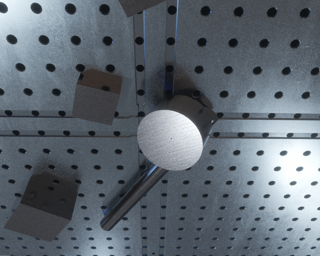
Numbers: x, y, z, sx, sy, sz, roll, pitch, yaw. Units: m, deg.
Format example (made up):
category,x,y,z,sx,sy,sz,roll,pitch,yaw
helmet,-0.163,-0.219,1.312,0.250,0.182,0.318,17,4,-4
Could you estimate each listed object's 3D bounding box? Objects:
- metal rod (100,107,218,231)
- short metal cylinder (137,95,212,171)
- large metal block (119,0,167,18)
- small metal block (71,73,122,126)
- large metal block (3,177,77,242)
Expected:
category,x,y,z,sx,sy,sz,roll,pitch,yaw
metal rod,-0.016,0.078,0.477,0.025,0.025,0.298,26,125,-21
short metal cylinder,0.019,0.005,0.381,0.080,0.050,0.079,9,118,18
large metal block,0.000,-0.144,0.253,0.080,0.080,0.050,-19,128,15
small metal block,-0.078,-0.035,0.381,0.050,0.025,0.050,13,129,-11
large metal block,-0.195,0.136,0.508,0.080,0.050,0.080,28,125,-22
